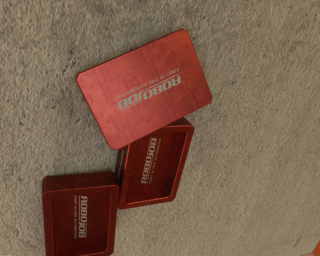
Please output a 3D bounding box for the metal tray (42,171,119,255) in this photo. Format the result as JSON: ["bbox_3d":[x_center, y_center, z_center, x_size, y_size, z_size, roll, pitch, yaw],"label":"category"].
[{"bbox_3d":[-0.106,0.121,0.412,0.091,0.030,0.129,-2,120,-19],"label":"metal tray"}]

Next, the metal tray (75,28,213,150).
[{"bbox_3d":[-0.016,-0.044,0.347,0.131,0.030,0.090,-27,106,-12],"label":"metal tray"}]

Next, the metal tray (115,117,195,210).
[{"bbox_3d":[-0.012,0.048,0.426,0.091,0.030,0.129,-2,120,-28],"label":"metal tray"}]
